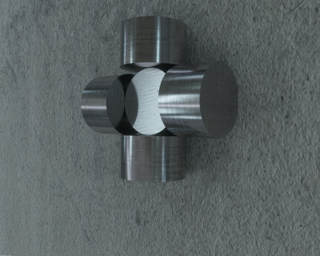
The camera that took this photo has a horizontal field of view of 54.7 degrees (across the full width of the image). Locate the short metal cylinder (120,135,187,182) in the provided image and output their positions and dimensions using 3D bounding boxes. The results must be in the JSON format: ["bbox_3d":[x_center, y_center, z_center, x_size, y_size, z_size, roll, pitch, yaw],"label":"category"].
[{"bbox_3d":[-0.008,0.034,0.375,0.080,0.081,0.050,1,90,39],"label":"short metal cylinder"}]

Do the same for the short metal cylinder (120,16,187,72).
[{"bbox_3d":[-0.008,-0.097,0.374,0.080,0.081,0.050,2,92,39],"label":"short metal cylinder"}]

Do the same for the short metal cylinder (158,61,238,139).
[{"bbox_3d":[0.043,-0.030,0.334,0.050,0.081,0.079,3,92,40],"label":"short metal cylinder"}]

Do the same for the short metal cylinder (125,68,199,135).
[{"bbox_3d":[0.002,-0.032,0.387,0.080,0.050,0.079,0,90,39],"label":"short metal cylinder"}]

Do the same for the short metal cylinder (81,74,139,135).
[{"bbox_3d":[-0.058,-0.031,0.416,0.050,0.081,0.079,3,92,40],"label":"short metal cylinder"}]
